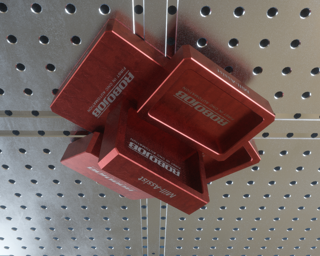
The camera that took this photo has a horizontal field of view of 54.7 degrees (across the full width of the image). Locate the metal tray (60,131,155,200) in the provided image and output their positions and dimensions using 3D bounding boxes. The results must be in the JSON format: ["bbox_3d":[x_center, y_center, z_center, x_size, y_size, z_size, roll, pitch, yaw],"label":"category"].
[{"bbox_3d":[-0.061,0.058,0.433,0.130,0.030,0.090,35,147,-26],"label":"metal tray"}]

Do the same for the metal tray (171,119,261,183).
[{"bbox_3d":[0.063,0.036,0.438,0.130,0.030,0.090,-27,126,20],"label":"metal tray"}]

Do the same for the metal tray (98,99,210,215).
[{"bbox_3d":[-0.003,0.033,0.357,0.130,0.090,0.030,33,122,-25],"label":"metal tray"}]

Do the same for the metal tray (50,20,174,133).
[{"bbox_3d":[-0.057,-0.048,0.365,0.090,0.030,0.129,32,123,-25],"label":"metal tray"}]

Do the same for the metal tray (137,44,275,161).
[{"bbox_3d":[0.051,-0.022,0.351,0.131,0.030,0.090,29,124,-23],"label":"metal tray"}]
